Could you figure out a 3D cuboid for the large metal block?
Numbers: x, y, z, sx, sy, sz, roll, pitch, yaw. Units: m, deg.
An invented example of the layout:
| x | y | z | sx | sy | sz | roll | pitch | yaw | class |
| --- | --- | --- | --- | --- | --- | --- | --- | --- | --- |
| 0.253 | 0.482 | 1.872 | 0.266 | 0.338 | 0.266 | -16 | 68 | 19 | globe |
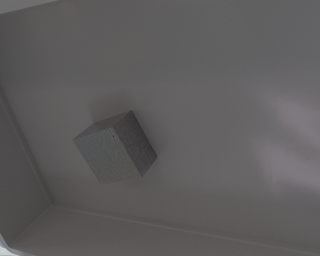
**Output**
| x | y | z | sx | sy | sz | roll | pitch | yaw | class |
| --- | --- | --- | --- | --- | --- | --- | --- | --- | --- |
| -0.063 | 0.030 | 0.445 | 0.080 | 0.050 | 0.080 | -16 | 110 | 34 | large metal block |
